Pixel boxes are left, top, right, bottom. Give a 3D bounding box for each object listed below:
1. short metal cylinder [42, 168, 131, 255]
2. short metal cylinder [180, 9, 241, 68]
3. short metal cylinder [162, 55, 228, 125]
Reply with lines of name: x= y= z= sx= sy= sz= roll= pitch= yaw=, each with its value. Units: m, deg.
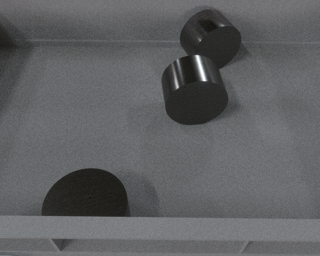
short metal cylinder: x=-0.071 y=0.088 z=0.314 sx=0.080 sy=0.050 sz=0.080 roll=0 pitch=50 yaw=0
short metal cylinder: x=0.078 y=-0.136 z=0.484 sx=0.081 sy=0.080 sz=0.050 roll=-17 pitch=52 yaw=-14
short metal cylinder: x=0.045 y=-0.049 z=0.410 sx=0.081 sy=0.080 sz=0.050 roll=-4 pitch=50 yaw=-4
